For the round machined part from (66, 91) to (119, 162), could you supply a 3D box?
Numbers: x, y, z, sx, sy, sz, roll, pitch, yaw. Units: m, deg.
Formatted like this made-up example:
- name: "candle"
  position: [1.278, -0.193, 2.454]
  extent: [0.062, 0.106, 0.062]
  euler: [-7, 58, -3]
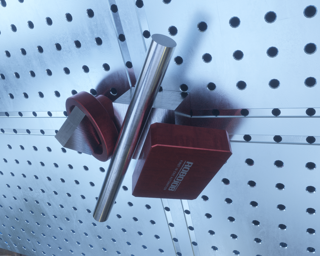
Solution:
- name: "round machined part"
  position: [-0.083, -0.006, 0.421]
  extent: [0.098, 0.042, 0.097]
  euler: [37, 145, 32]

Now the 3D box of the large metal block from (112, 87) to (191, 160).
- name: "large metal block"
  position: [-0.007, -0.003, 0.395]
  extent: [0.080, 0.050, 0.079]
  euler: [9, 122, 23]

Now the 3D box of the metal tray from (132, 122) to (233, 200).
- name: "metal tray"
  position: [0.020, 0.047, 0.382]
  extent: [0.091, 0.030, 0.129]
  euler: [6, 143, -13]

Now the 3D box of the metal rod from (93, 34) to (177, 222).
- name: "metal rod"
  position: [-0.043, 0.025, 0.383]
  extent: [0.025, 0.025, 0.298]
  euler: [30, 128, 8]

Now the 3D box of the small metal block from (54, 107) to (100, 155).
- name: "small metal block"
  position: [-0.102, 0.004, 0.413]
  extent: [0.025, 0.050, 0.050]
  euler: [38, 95, 35]
